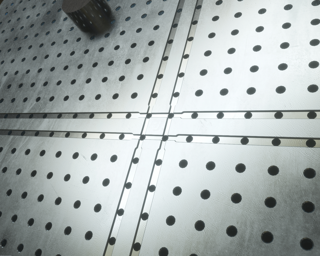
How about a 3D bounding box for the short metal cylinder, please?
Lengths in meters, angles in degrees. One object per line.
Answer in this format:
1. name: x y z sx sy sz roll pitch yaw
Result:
1. short metal cylinder: -0.145 -0.239 0.612 0.080 0.050 0.080 -13 56 20
